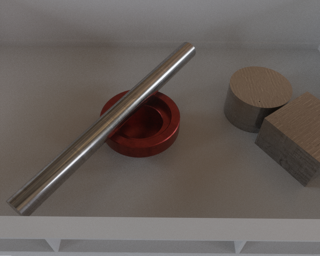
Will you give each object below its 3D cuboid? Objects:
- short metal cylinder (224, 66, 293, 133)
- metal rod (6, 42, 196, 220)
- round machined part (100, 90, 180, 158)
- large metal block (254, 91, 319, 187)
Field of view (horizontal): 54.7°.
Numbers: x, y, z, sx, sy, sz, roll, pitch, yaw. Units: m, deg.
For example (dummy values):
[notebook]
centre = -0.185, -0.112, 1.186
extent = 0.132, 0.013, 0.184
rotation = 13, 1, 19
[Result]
[short metal cylinder]
centre = 0.132, -0.039, 0.424
extent = 0.081, 0.050, 0.080
rotation = 0, 50, 0
[metal rod]
centre = -0.046, -0.018, 0.365
extent = 0.025, 0.025, 0.301
rotation = 29, 55, 21
[round machined part]
centre = -0.025, -0.002, 0.395
extent = 0.099, 0.042, 0.098
rotation = 0, 50, 0
[large metal block]
centre = 0.180, 0.011, 0.382
extent = 0.081, 0.050, 0.080
rotation = -29, 56, -22
